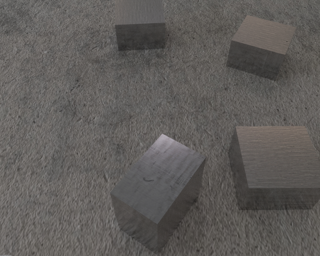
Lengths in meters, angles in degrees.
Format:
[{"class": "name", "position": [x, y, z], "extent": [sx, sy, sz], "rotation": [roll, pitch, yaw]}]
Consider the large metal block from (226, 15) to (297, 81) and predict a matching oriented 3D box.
[{"class": "large metal block", "position": [0.162, -0.130, 0.497], "extent": [0.080, 0.050, 0.080], "rotation": [21, 53, 17]}]

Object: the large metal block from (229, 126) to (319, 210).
[{"class": "large metal block", "position": [0.128, 0.044, 0.350], "extent": [0.081, 0.050, 0.080], "rotation": [0, 50, 0]}]

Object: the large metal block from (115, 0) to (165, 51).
[{"class": "large metal block", "position": [-0.035, -0.181, 0.539], "extent": [0.081, 0.050, 0.080], "rotation": [-4, 50, -3]}]

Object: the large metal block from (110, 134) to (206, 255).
[{"class": "large metal block", "position": [0.000, 0.067, 0.311], "extent": [0.050, 0.080, 0.080], "rotation": [28, 55, 21]}]
